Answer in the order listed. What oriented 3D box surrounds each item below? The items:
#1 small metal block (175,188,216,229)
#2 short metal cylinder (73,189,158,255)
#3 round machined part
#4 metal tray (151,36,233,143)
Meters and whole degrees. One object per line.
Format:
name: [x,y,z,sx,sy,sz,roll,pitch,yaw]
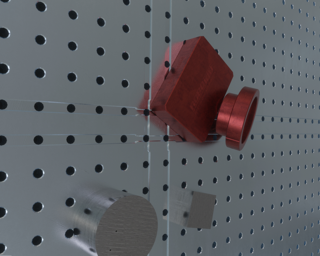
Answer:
small metal block: [0.053,0.119,0.454,0.050,0.025,0.050,19,78,-39]
short metal cylinder: [-0.050,0.112,0.352,0.081,0.050,0.079,0,90,-40]
round machined part: [0.118,-0.017,0.479,0.098,0.042,0.097,-47,147,-45]
metal tray: [0.051,-0.055,0.449,0.090,0.030,0.130,41,65,-33]
